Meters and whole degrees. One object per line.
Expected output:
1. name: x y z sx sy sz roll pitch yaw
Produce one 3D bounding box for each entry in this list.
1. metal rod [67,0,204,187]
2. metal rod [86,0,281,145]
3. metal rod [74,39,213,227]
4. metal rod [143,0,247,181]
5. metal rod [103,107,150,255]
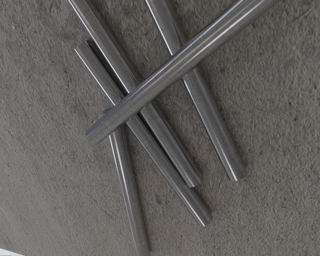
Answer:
1. metal rod: -0.030 -0.049 0.392 0.025 0.025 0.299 -23 106 36
2. metal rod: 0.005 -0.055 0.335 0.299 0.025 0.025 -35 99 38
3. metal rod: -0.016 0.015 0.424 0.025 0.025 0.299 -25 105 37
4. metal rod: 0.032 -0.067 0.348 0.025 0.025 0.299 -16 111 34
5. metal rod: -0.048 0.106 0.497 0.025 0.025 0.298 6 121 25
